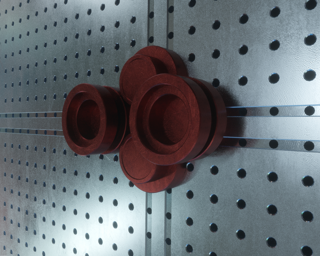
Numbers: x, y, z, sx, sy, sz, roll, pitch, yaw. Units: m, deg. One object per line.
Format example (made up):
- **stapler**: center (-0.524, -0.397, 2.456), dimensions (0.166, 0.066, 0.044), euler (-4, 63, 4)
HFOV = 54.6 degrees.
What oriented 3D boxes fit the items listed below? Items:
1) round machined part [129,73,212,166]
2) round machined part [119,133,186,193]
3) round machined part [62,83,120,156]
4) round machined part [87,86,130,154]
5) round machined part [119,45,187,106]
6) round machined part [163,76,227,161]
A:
- **round machined part**: center (0.015, -0.009, 0.344), dimensions (0.098, 0.042, 0.097), euler (0, 90, 40)
- **round machined part**: center (-0.016, 0.038, 0.412), dimensions (0.098, 0.042, 0.097), euler (0, 90, 40)
- **round machined part**: center (-0.091, -0.012, 0.432), dimensions (0.098, 0.042, 0.097), euler (0, 90, 40)
- **round machined part**: center (-0.068, -0.011, 0.455), dimensions (0.098, 0.042, 0.097), euler (0, 90, 40)
- **round machined part**: center (-0.016, -0.061, 0.412), dimensions (0.098, 0.042, 0.097), euler (0, 90, 40)
- **round machined part**: center (0.036, -0.010, 0.369), dimensions (0.098, 0.042, 0.097), euler (0, 90, 40)
